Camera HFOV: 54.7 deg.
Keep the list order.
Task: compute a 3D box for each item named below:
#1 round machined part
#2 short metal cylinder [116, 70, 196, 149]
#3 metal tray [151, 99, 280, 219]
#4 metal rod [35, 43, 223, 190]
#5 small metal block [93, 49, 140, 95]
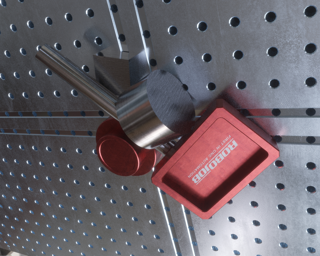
[{"bbox_3d":[-0.051,0.030,0.443,0.098,0.042,0.097,13,124,20],"label":"round machined part"},{"bbox_3d":[-0.004,-0.021,0.363,0.050,0.080,0.080,-28,103,37],"label":"short metal cylinder"},{"bbox_3d":[0.063,0.041,0.372,0.090,0.030,0.129,37,114,-7],"label":"metal tray"},{"bbox_3d":[-0.026,-0.003,0.400,0.301,0.025,0.025,38,129,-8],"label":"metal rod"},{"bbox_3d":[-0.054,-0.070,0.395,0.050,0.025,0.050,12,124,21],"label":"small metal block"}]
